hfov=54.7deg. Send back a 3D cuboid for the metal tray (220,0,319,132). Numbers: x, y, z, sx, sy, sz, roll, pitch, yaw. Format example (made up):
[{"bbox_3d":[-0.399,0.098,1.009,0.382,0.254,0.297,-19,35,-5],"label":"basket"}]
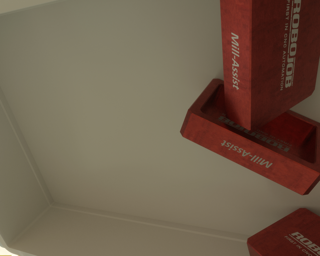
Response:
[{"bbox_3d":[0.096,-0.071,0.259,0.030,0.091,0.129,37,147,46],"label":"metal tray"}]

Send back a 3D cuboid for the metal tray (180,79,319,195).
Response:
[{"bbox_3d":[0.097,0.002,0.316,0.130,0.090,0.030,26,128,11],"label":"metal tray"}]

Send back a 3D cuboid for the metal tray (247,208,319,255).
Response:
[{"bbox_3d":[0.167,0.144,0.325,0.130,0.091,0.030,33,143,65],"label":"metal tray"}]
